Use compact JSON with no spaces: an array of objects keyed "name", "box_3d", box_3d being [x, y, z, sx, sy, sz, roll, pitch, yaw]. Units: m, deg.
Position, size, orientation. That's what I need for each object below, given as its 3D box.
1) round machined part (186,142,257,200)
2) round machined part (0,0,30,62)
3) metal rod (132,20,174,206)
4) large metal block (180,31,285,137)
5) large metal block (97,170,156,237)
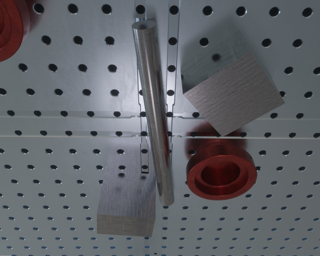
[{"name":"round machined part","box_3d":[0.087,0.059,0.452,0.099,0.042,0.097,0,130,0]},{"name":"round machined part","box_3d":[-0.177,-0.115,0.300,0.099,0.042,0.097,0,130,0]},{"name":"metal rod","box_3d":[-0.003,0.006,0.416,0.025,0.025,0.298,-4,130,3]},{"name":"large metal block","box_3d":[0.081,-0.048,0.355,0.080,0.050,0.080,-32,124,24]},{"name":"large metal block","box_3d":[-0.049,0.114,0.472,0.081,0.080,0.050,6,130,-5]}]
